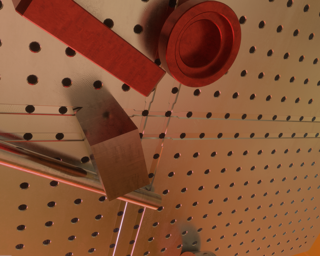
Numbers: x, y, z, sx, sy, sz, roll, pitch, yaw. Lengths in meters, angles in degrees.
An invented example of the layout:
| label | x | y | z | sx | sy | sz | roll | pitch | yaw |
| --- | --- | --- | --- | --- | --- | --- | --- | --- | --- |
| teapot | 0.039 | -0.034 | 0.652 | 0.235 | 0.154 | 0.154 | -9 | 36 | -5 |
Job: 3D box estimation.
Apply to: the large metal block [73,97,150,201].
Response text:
| label | x | y | z | sx | sy | sz | roll | pitch | yaw |
| --- | --- | --- | --- | --- | --- | --- | --- | --- | --- |
| large metal block | -0.056 | 0.022 | 0.360 | 0.050 | 0.080 | 0.079 | -21 | 127 | -16 |

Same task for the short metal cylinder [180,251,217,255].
| label | x | y | z | sx | sy | sz | roll | pitch | yaw |
| --- | --- | --- | --- | --- | --- | --- | --- | --- | --- |
| short metal cylinder | 0.074 | 0.278 | 0.591 | 0.050 | 0.080 | 0.079 | 13 | 112 | -34 |

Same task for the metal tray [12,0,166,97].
| label | x | y | z | sx | sy | sz | roll | pitch | yaw |
| --- | --- | --- | --- | --- | --- | --- | --- | --- | --- |
| metal tray | -0.064 | -0.086 | 0.282 | 0.131 | 0.090 | 0.030 | 31 | 101 | -38 |

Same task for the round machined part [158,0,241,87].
| label | x | y | z | sx | sy | sz | roll | pitch | yaw |
| --- | --- | --- | --- | --- | --- | --- | --- | --- | --- |
| round machined part | 0.042 | -0.100 | 0.363 | 0.099 | 0.042 | 0.097 | -14 | 125 | -21 |

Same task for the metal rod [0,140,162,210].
| label | x | y | z | sx | sy | sz | roll | pitch | yaw |
| --- | --- | --- | --- | --- | --- | --- | --- | --- | --- |
| metal rod | -0.111 | 0.059 | 0.387 | 0.301 | 0.025 | 0.025 | 28 | 103 | -38 |
